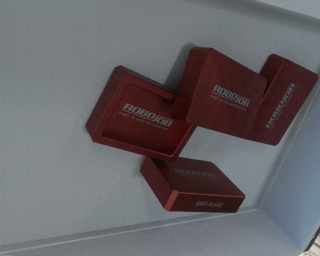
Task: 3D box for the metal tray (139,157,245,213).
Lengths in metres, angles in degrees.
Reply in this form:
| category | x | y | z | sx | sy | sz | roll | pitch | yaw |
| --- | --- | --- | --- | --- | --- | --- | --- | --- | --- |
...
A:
| category | x | y | z | sx | sy | sz | roll | pitch | yaw |
| --- | --- | --- | --- | --- | --- | --- | --- | --- | --- |
| metal tray | 0.047 | 0.079 | 0.442 | 0.131 | 0.090 | 0.030 | 12 | 112 | -34 |

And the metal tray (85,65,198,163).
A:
| category | x | y | z | sx | sy | sz | roll | pitch | yaw |
| --- | --- | --- | --- | --- | --- | --- | --- | --- | --- |
| metal tray | -0.015 | -0.012 | 0.391 | 0.131 | 0.030 | 0.090 | 19 | 108 | -36 |

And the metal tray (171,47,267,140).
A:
| category | x | y | z | sx | sy | sz | roll | pitch | yaw |
| --- | --- | --- | --- | --- | --- | --- | --- | --- | --- |
| metal tray | 0.081 | -0.040 | 0.402 | 0.131 | 0.030 | 0.089 | 14 | 95 | -41 |

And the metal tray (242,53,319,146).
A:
| category | x | y | z | sx | sy | sz | roll | pitch | yaw |
| --- | --- | --- | --- | --- | --- | --- | --- | --- | --- |
| metal tray | 0.178 | -0.039 | 0.481 | 0.091 | 0.030 | 0.129 | 12 | 112 | -34 |
